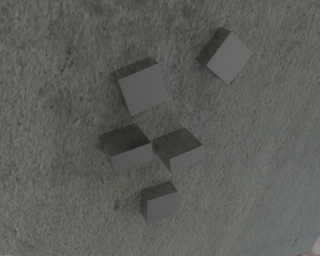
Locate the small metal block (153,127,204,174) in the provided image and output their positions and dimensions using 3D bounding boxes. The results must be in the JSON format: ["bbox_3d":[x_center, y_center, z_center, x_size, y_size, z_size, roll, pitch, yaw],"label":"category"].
[{"bbox_3d":[0.025,0.029,0.424,0.050,0.050,0.025,-21,127,-16],"label":"small metal block"}]

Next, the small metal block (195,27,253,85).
[{"bbox_3d":[0.083,-0.092,0.397,0.050,0.025,0.050,30,102,-38],"label":"small metal block"}]

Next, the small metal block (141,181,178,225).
[{"bbox_3d":[-0.001,0.116,0.480,0.050,0.025,0.050,-13,124,-22],"label":"small metal block"}]

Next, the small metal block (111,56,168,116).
[{"bbox_3d":[-0.023,-0.049,0.365,0.050,0.025,0.050,-26,128,-13],"label":"small metal block"}]

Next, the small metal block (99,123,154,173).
[{"bbox_3d":[-0.042,0.023,0.383,0.050,0.050,0.025,-19,126,-18],"label":"small metal block"}]
